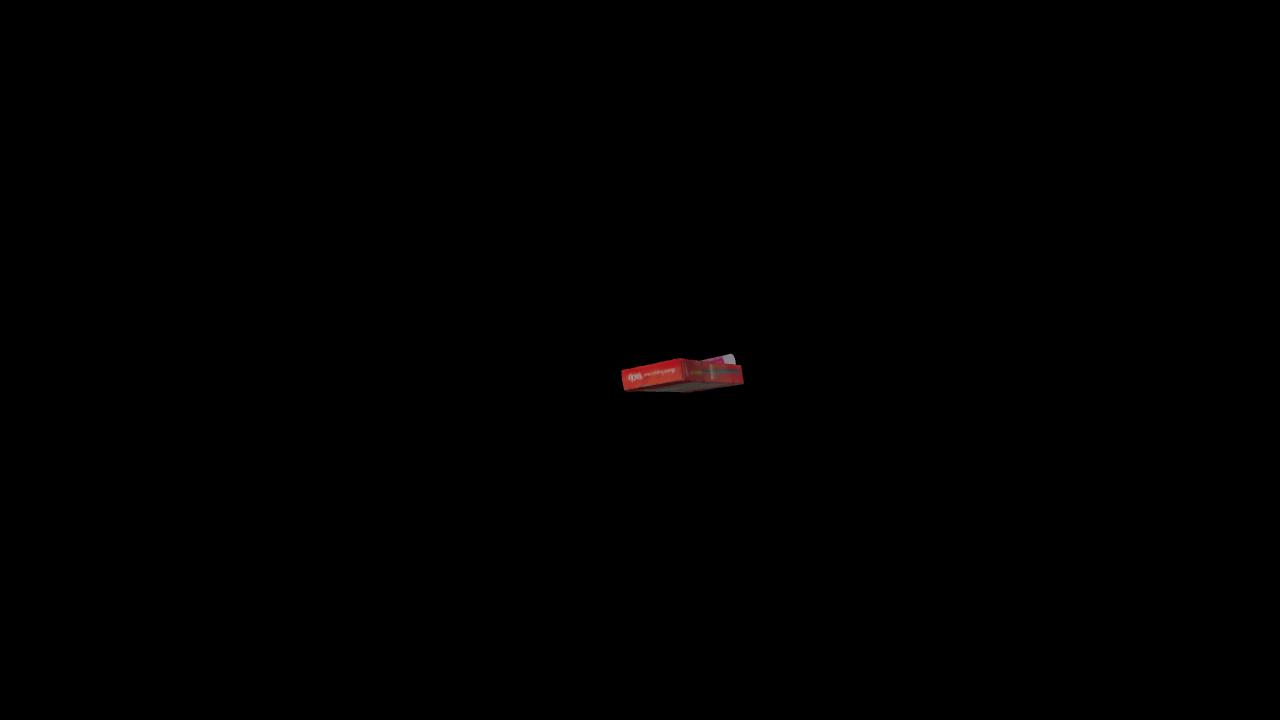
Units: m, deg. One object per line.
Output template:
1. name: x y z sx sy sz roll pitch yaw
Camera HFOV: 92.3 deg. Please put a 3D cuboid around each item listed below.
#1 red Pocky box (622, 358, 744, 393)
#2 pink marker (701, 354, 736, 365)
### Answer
1. red Pocky box: 0.055 0.020 0.736 0.083 0.028 0.155 -10 -9 33
2. pink marker: 0.060 0.013 0.769 0.121 0.020 0.020 -12 2 -10
